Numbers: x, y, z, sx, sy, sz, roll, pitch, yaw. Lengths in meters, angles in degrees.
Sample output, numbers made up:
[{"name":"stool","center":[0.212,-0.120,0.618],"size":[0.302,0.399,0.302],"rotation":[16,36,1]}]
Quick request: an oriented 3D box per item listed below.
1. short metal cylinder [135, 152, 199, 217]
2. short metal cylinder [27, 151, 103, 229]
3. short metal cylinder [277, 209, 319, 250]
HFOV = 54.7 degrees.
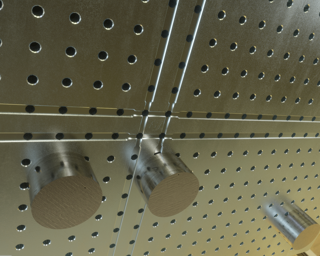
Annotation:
[{"name":"short metal cylinder","center":[0.010,0.083,0.454],"size":[0.081,0.050,0.079],"rotation":[-14,125,-21]},{"name":"short metal cylinder","center":[-0.117,0.076,0.379],"size":[0.081,0.050,0.079],"rotation":[-14,125,-21]},{"name":"short metal cylinder","center":[0.323,0.236,0.722],"size":[0.081,0.050,0.079],"rotation":[-14,125,-21]}]
